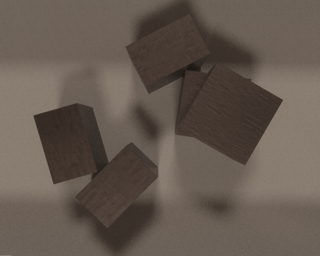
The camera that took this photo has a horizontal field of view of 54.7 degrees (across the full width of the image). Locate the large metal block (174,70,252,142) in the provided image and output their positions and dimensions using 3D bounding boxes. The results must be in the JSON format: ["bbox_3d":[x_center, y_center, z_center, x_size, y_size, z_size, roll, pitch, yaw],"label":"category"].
[{"bbox_3d":[0.065,-0.026,0.400,0.081,0.050,0.080,8,90,-1],"label":"large metal block"}]

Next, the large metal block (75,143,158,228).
[{"bbox_3d":[-0.048,0.065,0.383,0.050,0.080,0.080,45,90,-1],"label":"large metal block"}]

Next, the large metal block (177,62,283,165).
[{"bbox_3d":[0.075,-0.015,0.350,0.080,0.050,0.080,30,90,-1],"label":"large metal block"}]

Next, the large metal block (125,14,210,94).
[{"bbox_3d":[0.009,-0.087,0.384,0.080,0.080,0.050,-27,90,0],"label":"large metal block"}]

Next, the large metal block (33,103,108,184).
[{"bbox_3d":[-0.105,0.017,0.383,0.050,0.080,0.080,-16,90,0],"label":"large metal block"}]
